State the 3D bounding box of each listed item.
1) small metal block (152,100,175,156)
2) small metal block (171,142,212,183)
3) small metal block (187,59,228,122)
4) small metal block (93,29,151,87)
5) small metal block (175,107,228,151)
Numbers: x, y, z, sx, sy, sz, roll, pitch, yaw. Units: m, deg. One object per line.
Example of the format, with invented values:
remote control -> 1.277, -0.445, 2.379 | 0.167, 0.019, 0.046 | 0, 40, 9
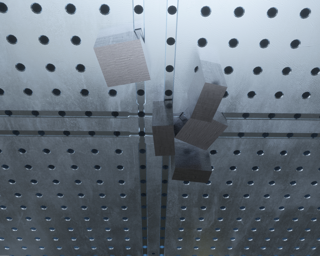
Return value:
small metal block -> 0.005, 0.000, 0.395 | 0.025, 0.050, 0.050 | -3, 130, 3
small metal block -> 0.043, 0.048, 0.437 | 0.050, 0.050, 0.025 | 7, 130, -6
small metal block -> 0.053, -0.043, 0.359 | 0.025, 0.050, 0.050 | 11, 129, -10
small metal block -> -0.040, -0.077, 0.346 | 0.050, 0.025, 0.050 | -9, 130, 7
small metal block -> 0.053, -0.003, 0.410 | 0.050, 0.025, 0.050 | 23, 126, -19
